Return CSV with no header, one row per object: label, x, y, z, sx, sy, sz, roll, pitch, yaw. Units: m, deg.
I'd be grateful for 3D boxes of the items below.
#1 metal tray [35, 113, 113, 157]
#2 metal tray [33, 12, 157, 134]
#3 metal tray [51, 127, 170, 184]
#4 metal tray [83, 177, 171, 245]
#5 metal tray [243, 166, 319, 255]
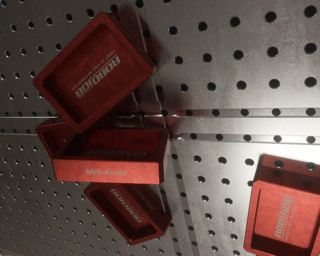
metal tray,-0.125,0.024,0.486,0.130,0.030,0.090,-7,115,31
metal tray,-0.080,-0.065,0.381,0.130,0.030,0.090,-38,98,19
metal tray,-0.056,0.031,0.391,0.131,0.090,0.030,1,115,7
metal tray,-0.055,0.131,0.515,0.090,0.030,0.130,-33,100,38
metal tray,0.160,0.117,0.395,0.090,0.030,0.129,11,123,22
